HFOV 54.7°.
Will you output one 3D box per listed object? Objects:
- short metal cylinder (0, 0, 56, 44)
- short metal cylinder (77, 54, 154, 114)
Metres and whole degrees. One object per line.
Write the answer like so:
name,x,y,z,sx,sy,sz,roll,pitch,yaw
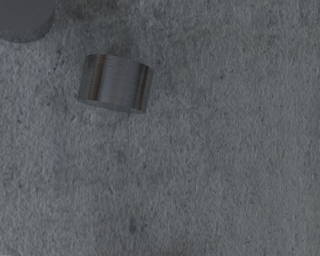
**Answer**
short metal cylinder,-0.157,-0.138,0.338,0.081,0.050,0.079,0,90,-21
short metal cylinder,-0.051,-0.049,0.361,0.081,0.080,0.050,11,86,-20
